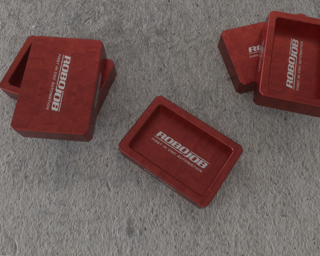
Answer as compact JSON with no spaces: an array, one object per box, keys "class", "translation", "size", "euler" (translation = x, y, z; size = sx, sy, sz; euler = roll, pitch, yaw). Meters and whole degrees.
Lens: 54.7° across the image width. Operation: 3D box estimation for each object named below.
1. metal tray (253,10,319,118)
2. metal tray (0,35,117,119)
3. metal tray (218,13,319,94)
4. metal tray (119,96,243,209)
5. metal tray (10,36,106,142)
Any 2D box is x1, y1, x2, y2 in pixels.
[{"class":"metal tray","translation":[0.178,-0.086,0.405],"size":[0.090,0.030,0.130],"euler":[12,70,4]},{"class":"metal tray","translation":[-0.138,-0.068,0.428],"size":[0.131,0.030,0.090],"euler":[19,71,6]},{"class":"metal tray","translation":[0.160,-0.108,0.446],"size":[0.131,0.030,0.090],"euler":[-14,71,-5]},{"class":"metal tray","translation":[0.026,0.029,0.394],"size":[0.130,0.030,0.090],"euler":[33,73,11]},{"class":"metal tray","translation":[-0.123,-0.051,0.391],"size":[0.091,0.030,0.130],"euler":[4,70,1]}]
